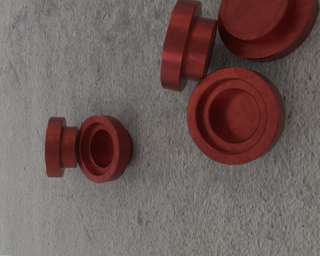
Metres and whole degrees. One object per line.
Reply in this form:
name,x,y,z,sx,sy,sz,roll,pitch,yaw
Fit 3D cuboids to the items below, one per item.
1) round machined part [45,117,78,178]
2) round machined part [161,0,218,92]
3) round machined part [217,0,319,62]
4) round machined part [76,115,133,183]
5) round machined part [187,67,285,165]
round machined part,-0.155,0.031,0.501,0.098,0.042,0.097,-177,89,-79
round machined part,0.035,-0.087,0.338,0.042,0.098,0.097,14,100,10
round machined part,0.101,-0.118,0.311,0.098,0.042,0.097,0,90,40
round machined part,-0.078,0.030,0.459,0.098,0.042,0.097,0,90,40
round machined part,0.081,-0.013,0.324,0.098,0.042,0.097,3,96,37
